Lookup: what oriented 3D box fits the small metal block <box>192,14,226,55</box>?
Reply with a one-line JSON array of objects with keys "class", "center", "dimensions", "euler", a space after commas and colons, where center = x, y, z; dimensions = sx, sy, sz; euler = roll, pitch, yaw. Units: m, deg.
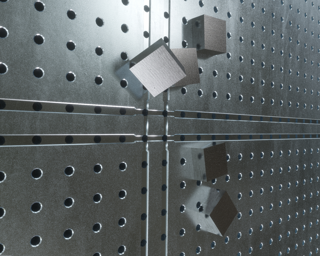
[{"class": "small metal block", "center": [0.076, -0.141, 0.475], "dimensions": [0.050, 0.025, 0.050], "euler": [-2, 92, -40]}]

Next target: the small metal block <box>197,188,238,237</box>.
[{"class": "small metal block", "center": [0.092, 0.133, 0.489], "dimensions": [0.050, 0.025, 0.050], "euler": [-46, 118, -30]}]

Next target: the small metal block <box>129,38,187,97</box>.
[{"class": "small metal block", "center": [-0.003, -0.075, 0.390], "dimensions": [0.050, 0.050, 0.025], "euler": [47, 20, -30]}]

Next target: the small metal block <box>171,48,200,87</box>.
[{"class": "small metal block", "center": [0.028, -0.084, 0.434], "dimensions": [0.050, 0.025, 0.050], "euler": [-14, 99, -39]}]

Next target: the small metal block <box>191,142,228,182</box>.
[{"class": "small metal block", "center": [0.077, 0.051, 0.476], "dimensions": [0.050, 0.025, 0.050], "euler": [-11, 98, -40]}]
